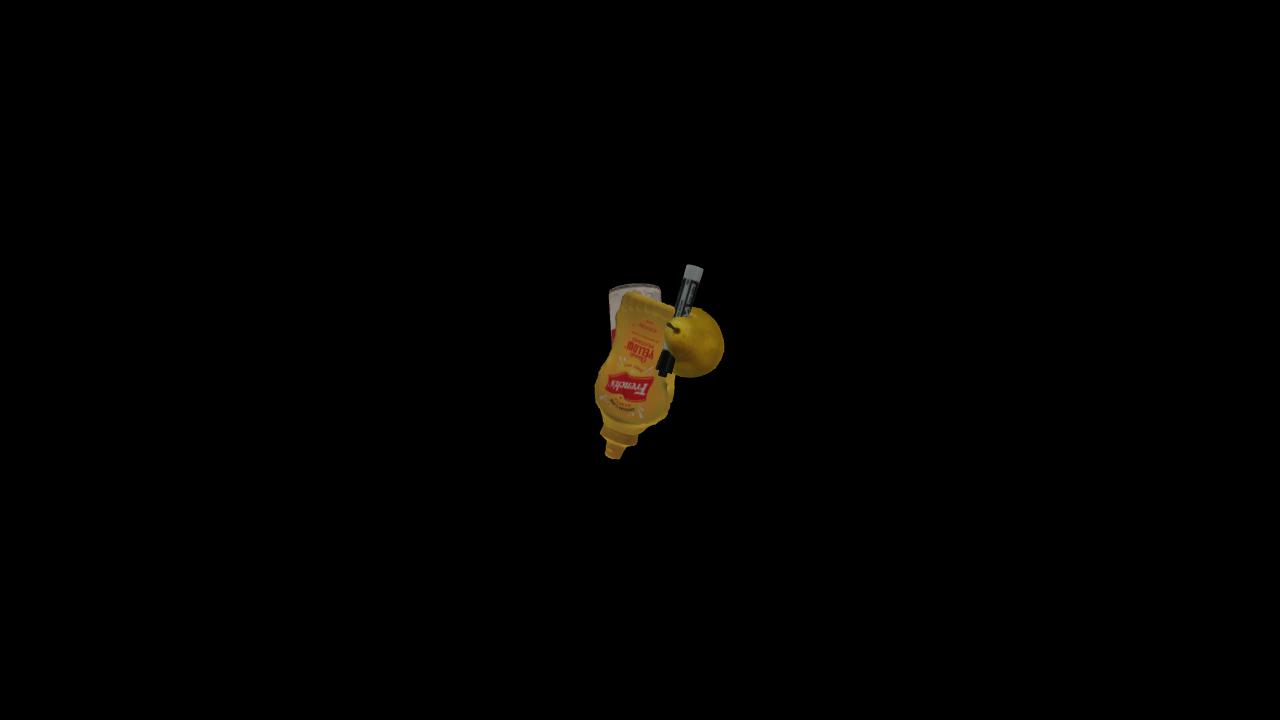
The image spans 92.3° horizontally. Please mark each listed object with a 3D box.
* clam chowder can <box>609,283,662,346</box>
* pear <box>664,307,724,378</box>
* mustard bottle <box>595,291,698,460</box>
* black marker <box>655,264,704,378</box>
[{"bbox_3d":[-0.003,-0.038,0.764,0.068,0.102,0.068,-3,-7,0],"label":"clam chowder can"},{"bbox_3d":[0.051,-0.020,0.656,0.080,0.080,0.111,0,0,10],"label":"pear"},{"bbox_3d":[-0.003,0.024,0.681,0.092,0.184,0.054,21,7,14],"label":"mustard bottle"},{"bbox_3d":[0.041,-0.040,0.648,0.020,0.121,0.020,17,1,0],"label":"black marker"}]
